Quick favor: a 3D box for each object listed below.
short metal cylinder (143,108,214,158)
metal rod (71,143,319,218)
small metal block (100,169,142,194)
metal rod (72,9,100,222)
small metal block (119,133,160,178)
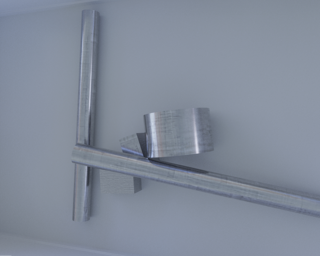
[{"bbox_3d":[0.022,0.006,0.373,0.080,0.080,0.050,-7,88,19],"label":"short metal cylinder"},{"bbox_3d":[0.047,0.060,0.357,0.302,0.025,0.025,12,94,5],"label":"metal rod"},{"bbox_3d":[-0.055,0.063,0.429,0.050,0.025,0.050,-4,89,19],"label":"small metal block"},{"bbox_3d":[-0.107,-0.017,0.446,0.025,0.025,0.298,3,91,19],"label":"metal rod"},{"bbox_3d":[-0.024,0.034,0.405,0.025,0.050,0.050,-20,84,19],"label":"small metal block"}]
